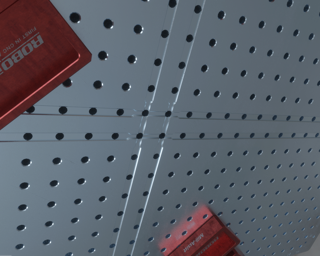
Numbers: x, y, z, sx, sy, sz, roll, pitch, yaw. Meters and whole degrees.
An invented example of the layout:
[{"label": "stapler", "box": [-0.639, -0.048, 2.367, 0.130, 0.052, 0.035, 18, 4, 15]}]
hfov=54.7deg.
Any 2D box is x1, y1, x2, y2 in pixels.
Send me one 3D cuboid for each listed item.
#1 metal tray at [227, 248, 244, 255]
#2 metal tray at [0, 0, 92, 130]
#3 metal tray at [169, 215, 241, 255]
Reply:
[{"label": "metal tray", "box": [0.129, 0.318, 0.679, 0.130, 0.030, 0.090, -43, 130, 1]}, {"label": "metal tray", "box": [-0.143, -0.064, 0.290, 0.130, 0.030, 0.090, -38, 130, -3]}, {"label": "metal tray", "box": [0.086, 0.239, 0.605, 0.130, 0.030, 0.090, -42, 130, 0]}]
